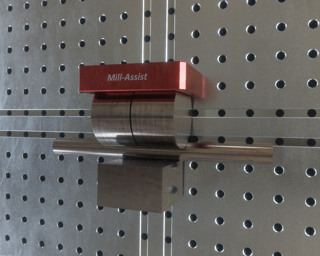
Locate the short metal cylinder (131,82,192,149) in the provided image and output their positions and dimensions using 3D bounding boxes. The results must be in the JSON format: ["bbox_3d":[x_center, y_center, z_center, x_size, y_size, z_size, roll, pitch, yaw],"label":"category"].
[{"bbox_3d":[0.005,-0.016,0.379,0.050,0.080,0.079,2,91,20],"label":"short metal cylinder"}]

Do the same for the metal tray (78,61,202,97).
[{"bbox_3d":[-0.021,-0.056,0.381,0.130,0.090,0.030,1,91,20],"label":"metal tray"}]

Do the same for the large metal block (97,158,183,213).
[{"bbox_3d":[-0.022,0.067,0.386,0.080,0.080,0.050,1,91,20],"label":"large metal block"}]

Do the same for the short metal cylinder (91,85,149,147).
[{"bbox_3d":[-0.044,-0.016,0.396,0.050,0.080,0.079,1,90,20],"label":"short metal cylinder"}]

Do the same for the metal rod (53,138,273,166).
[{"bbox_3d":[-0.010,0.029,0.412,0.301,0.025,0.025,1,91,19],"label":"metal rod"}]
